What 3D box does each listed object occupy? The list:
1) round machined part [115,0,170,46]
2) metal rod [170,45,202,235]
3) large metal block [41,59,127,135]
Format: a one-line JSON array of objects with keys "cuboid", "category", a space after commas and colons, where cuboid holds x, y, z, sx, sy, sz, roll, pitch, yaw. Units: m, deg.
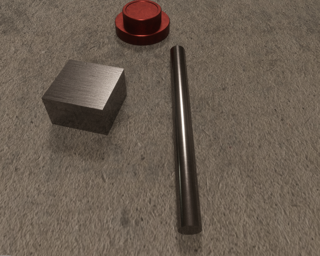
[{"cuboid": [-0.032, -0.194, 0.555, 0.099, 0.042, 0.098, 0, 50, 0], "category": "round machined part"}, {"cuboid": [0.030, -0.010, 0.412, 0.025, 0.025, 0.300, 0, 50, -1], "category": "metal rod"}, {"cuboid": [-0.098, -0.043, 0.422, 0.080, 0.050, 0.080, 11, 51, 9], "category": "large metal block"}]
